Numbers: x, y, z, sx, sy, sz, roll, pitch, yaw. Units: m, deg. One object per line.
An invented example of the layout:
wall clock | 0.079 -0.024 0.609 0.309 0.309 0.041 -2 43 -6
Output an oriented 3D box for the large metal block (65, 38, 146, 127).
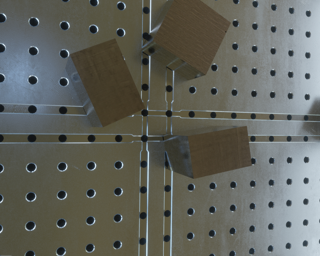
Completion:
large metal block | -0.066 -0.047 0.359 0.050 0.080 0.080 -26 99 -18

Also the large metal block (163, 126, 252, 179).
large metal block | 0.059 0.028 0.405 0.081 0.080 0.050 -9 93 -20

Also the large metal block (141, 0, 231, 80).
large metal block | 0.034 -0.121 0.411 0.080 0.050 0.080 29 81 -18
